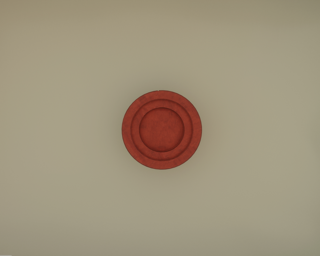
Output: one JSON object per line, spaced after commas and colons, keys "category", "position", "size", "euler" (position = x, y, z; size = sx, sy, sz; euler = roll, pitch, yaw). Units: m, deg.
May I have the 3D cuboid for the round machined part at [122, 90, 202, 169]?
{"category": "round machined part", "position": [0.002, 0.002, 0.399], "size": [0.099, 0.042, 0.097], "euler": [0, 90, -1]}
